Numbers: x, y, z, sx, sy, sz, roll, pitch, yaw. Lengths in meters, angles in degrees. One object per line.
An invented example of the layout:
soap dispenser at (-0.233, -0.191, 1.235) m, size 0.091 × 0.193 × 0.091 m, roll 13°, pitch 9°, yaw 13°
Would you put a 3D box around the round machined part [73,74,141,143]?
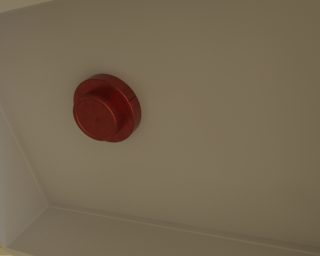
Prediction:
round machined part at (-0.079, -0.021, 0.424) m, size 0.098 × 0.042 × 0.097 m, roll 13°, pitch 124°, yaw 20°
